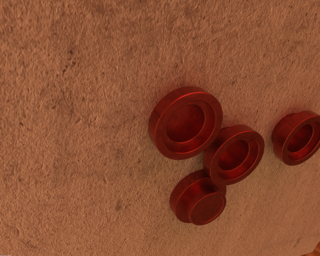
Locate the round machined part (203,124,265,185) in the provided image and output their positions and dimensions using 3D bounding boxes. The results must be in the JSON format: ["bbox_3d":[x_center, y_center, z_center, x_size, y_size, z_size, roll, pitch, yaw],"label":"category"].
[{"bbox_3d":[0.108,0.037,0.477,0.099,0.042,0.097,-14,124,-21],"label":"round machined part"}]

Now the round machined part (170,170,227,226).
[{"bbox_3d":[0.069,0.120,0.507,0.099,0.042,0.097,-14,124,-21],"label":"round machined part"}]

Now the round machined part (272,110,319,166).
[{"bbox_3d":[0.233,0.013,0.531,0.099,0.042,0.097,-14,124,-21],"label":"round machined part"}]

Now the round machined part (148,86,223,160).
[{"bbox_3d":[0.029,-0.010,0.405,0.099,0.042,0.097,-14,124,-21],"label":"round machined part"}]
